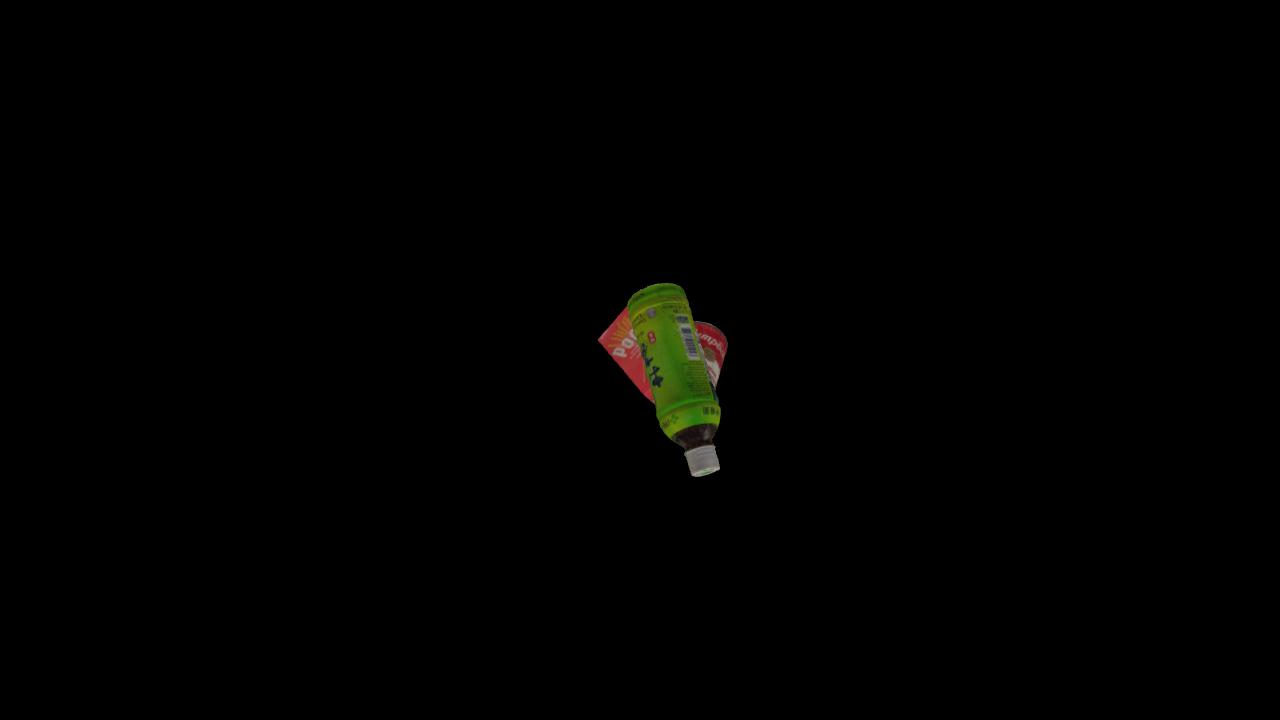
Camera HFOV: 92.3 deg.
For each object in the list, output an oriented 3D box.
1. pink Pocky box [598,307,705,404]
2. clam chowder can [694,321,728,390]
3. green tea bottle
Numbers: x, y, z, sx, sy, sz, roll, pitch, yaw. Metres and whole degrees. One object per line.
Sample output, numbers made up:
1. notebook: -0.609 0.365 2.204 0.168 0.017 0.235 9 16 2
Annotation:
1. pink Pocky box: 0.009 -0.017 0.748 0.029 0.084 0.155 38 6 -36
2. clam chowder can: 0.064 0.010 0.747 0.068 0.068 0.102 0 42 22
3. green tea bottle: 0.043 0.020 0.664 0.073 0.212 0.073 -13 -25 -6
